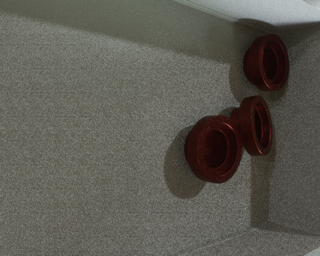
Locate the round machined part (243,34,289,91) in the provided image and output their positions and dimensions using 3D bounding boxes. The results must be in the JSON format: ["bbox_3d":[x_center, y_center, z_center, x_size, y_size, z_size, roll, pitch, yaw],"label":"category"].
[{"bbox_3d":[0.185,-0.114,0.550,0.099,0.042,0.097,0,90,-40],"label":"round machined part"}]

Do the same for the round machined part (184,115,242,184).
[{"bbox_3d":[0.074,0.030,0.457,0.099,0.042,0.097,-1,91,-39],"label":"round machined part"}]

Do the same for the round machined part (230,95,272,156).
[{"bbox_3d":[0.148,-0.003,0.509,0.099,0.042,0.098,13,74,-52],"label":"round machined part"}]
